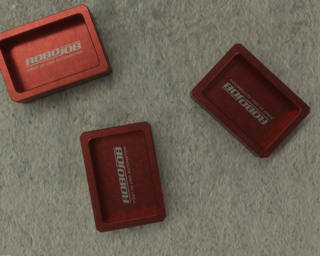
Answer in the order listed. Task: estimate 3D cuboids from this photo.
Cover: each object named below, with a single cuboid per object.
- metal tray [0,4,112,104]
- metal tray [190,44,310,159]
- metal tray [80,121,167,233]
[{"bbox_3d":[-0.140,-0.095,0.405,0.131,0.030,0.090,-20,90,-1],"label":"metal tray"},{"bbox_3d":[0.116,-0.034,0.408,0.130,0.030,0.090,43,90,-1],"label":"metal tray"},{"bbox_3d":[-0.047,0.062,0.406,0.091,0.030,0.129,-10,90,-1],"label":"metal tray"}]
